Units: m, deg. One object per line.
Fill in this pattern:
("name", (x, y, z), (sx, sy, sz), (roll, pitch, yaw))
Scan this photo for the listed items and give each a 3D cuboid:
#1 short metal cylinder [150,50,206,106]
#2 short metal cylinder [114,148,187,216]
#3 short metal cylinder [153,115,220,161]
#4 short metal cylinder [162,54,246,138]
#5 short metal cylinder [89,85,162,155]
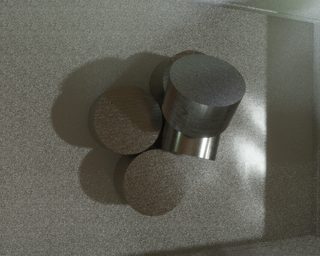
("short metal cylinder", (0.033, -0.057, 0.409), (0.081, 0.050, 0.079), (0, 90, -21))
("short metal cylinder", (-0.013, 0.065, 0.391), (0.081, 0.050, 0.079), (0, 90, -21))
("short metal cylinder", (0.035, 0.009, 0.394), (0.081, 0.080, 0.050), (14, 85, -20))
("short metal cylinder", (0.046, -0.036, 0.339), (0.081, 0.050, 0.080), (6, 50, -7))
("short metal cylinder", (-0.044, -0.009, 0.379), (0.081, 0.050, 0.079), (0, 90, -21))
